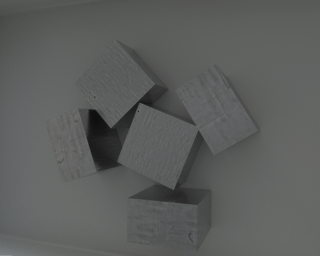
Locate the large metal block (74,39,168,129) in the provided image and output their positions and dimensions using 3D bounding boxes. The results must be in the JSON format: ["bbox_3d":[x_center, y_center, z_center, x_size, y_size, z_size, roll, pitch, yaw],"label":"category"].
[{"bbox_3d":[-0.051,-0.056,0.412,0.080,0.050,0.080,-44,77,14],"label":"large metal block"}]

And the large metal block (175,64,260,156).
[{"bbox_3d":[0.070,-0.019,0.354,0.050,0.080,0.080,-32,80,17],"label":"large metal block"}]

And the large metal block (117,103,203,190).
[{"bbox_3d":[0.004,0.021,0.394,0.080,0.050,0.080,24,98,18],"label":"large metal block"}]

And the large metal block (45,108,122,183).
[{"bbox_3d":[-0.095,0.021,0.412,0.050,0.080,0.080,-20,84,19],"label":"large metal block"}]

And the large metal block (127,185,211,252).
[{"bbox_3d":[0.015,0.105,0.375,0.080,0.080,0.050,1,91,19],"label":"large metal block"}]
